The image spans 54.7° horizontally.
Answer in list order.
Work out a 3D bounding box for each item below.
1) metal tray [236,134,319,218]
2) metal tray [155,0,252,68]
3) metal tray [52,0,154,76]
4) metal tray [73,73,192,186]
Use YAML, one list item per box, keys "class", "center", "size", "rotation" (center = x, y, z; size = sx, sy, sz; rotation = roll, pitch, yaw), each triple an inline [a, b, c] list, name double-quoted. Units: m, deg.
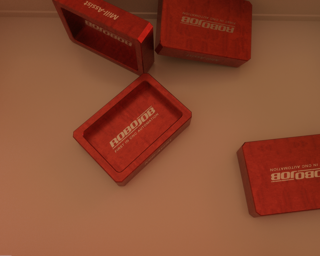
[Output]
- class: "metal tray"
  center: [0.171, 0.058, 0.387]
  size: [0.131, 0.030, 0.090]
  rotation: [-6, 70, -3]
- class: "metal tray"
  center: [0.062, -0.140, 0.432]
  size: [0.131, 0.030, 0.090]
  rotation: [6, 81, -14]
- class: "metal tray"
  center: [-0.072, -0.129, 0.421]
  size: [0.130, 0.090, 0.030]
  rotation: [28, 73, 9]
- class: "metal tray"
  center: [-0.034, 0.000, 0.406]
  size: [0.130, 0.030, 0.090]
  rotation: [-43, 76, -14]
